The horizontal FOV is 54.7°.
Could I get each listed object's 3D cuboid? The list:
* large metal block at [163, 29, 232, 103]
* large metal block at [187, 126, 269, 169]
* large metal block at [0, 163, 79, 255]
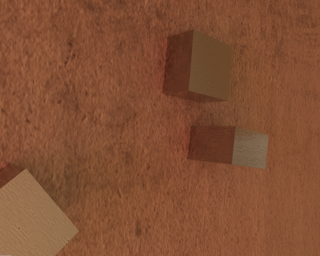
[{"bbox_3d":[0.054,-0.082,0.436,0.081,0.050,0.080,8,85,-40],"label":"large metal block"},{"bbox_3d":[0.100,0.028,0.455,0.081,0.080,0.050,12,82,-40],"label":"large metal block"},{"bbox_3d":[-0.136,0.090,0.276,0.080,0.050,0.080,-44,117,-31],"label":"large metal block"}]
